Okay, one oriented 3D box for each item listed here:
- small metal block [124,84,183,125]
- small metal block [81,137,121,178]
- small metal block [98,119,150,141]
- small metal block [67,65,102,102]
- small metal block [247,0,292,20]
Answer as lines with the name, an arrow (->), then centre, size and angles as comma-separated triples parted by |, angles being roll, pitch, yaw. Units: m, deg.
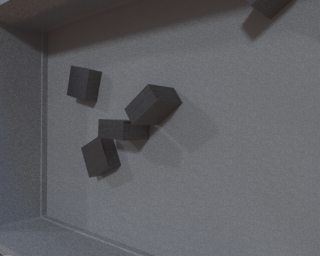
small metal block -> -0.008, -0.028, 0.397 | 0.050, 0.050, 0.025 | -42, 65, 32
small metal block -> -0.093, 0.044, 0.484 | 0.050, 0.025, 0.050 | -30, 71, 36
small metal block -> -0.050, 0.002, 0.432 | 0.050, 0.050, 0.025 | 5, 94, 40
small metal block -> -0.125, -0.073, 0.511 | 0.050, 0.025, 0.050 | 19, 102, 38
small metal block -> 0.111, -0.138, 0.299 | 0.050, 0.050, 0.025 | -42, 65, 32
